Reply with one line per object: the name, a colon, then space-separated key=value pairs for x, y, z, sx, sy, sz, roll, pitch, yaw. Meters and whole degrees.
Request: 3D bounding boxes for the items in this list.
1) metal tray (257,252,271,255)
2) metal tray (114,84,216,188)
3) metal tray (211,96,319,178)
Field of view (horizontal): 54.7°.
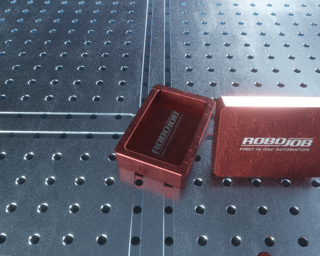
metal tray: x=0.116 y=0.181 z=0.253 sx=0.130 sy=0.030 sz=0.090 roll=34 pitch=57 yaw=25
metal tray: x=0.011 y=0.004 z=0.400 sx=0.090 sy=0.030 sz=0.130 roll=17 pitch=52 yaw=13
metal tray: x=0.128 y=0.011 z=0.354 sx=0.131 sy=0.089 sz=0.030 roll=0 pitch=27 yaw=0
